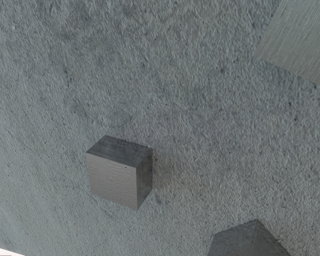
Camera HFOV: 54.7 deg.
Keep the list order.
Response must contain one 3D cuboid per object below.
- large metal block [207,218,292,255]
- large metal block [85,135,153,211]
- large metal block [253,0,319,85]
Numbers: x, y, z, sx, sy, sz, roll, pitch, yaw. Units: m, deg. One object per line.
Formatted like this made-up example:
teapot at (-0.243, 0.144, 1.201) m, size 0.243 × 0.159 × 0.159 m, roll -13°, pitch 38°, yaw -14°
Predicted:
large metal block at (0.127, 0.186, 0.439) m, size 0.080 × 0.050 × 0.080 m, roll 48°, pitch 129°, yaw -6°
large metal block at (-0.058, 0.065, 0.462) m, size 0.080 × 0.050 × 0.079 m, roll 14°, pitch 124°, yaw 20°
large metal block at (0.139, -0.088, 0.263) m, size 0.080 × 0.050 × 0.079 m, roll 28°, pitch 128°, yaw 10°
